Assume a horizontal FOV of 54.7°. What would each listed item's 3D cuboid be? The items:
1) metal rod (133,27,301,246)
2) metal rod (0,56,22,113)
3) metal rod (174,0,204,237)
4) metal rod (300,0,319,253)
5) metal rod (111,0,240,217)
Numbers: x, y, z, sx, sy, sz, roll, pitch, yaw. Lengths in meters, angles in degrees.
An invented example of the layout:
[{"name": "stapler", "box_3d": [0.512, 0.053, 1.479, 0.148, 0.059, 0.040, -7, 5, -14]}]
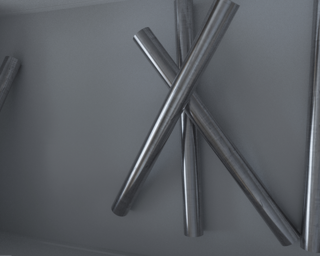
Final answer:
[{"name": "metal rod", "box_3d": [0.064, 0.007, 0.368, 0.025, 0.025, 0.299, -37, 86, 16]}, {"name": "metal rod", "box_3d": [-0.269, 0.029, 0.448, 0.025, 0.025, 0.299, 7, 70, 20]}, {"name": "metal rod", "box_3d": [0.037, -0.014, 0.397, 0.025, 0.025, 0.298, -3, 89, 20]}, {"name": "metal rod", "box_3d": [0.179, -0.013, 0.347, 0.025, 0.025, 0.298, 3, 91, 20]}, {"name": "metal rod", "box_3d": [0.005, -0.005, 0.365, 0.025, 0.025, 0.298, 36, 118, 16]}]
